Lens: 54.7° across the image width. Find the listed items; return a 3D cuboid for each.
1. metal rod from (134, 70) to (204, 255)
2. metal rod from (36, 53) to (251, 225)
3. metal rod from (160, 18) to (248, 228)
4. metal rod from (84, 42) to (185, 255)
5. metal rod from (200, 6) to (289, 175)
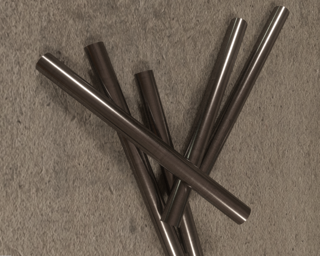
[{"bbox_3d":[0.018,0.071,0.416,0.025,0.025,0.298,-18,96,-20],"label":"metal rod"},{"bbox_3d":[-0.017,0.014,0.367,0.301,0.025,0.025,38,77,-3],"label":"metal rod"},{"bbox_3d":[0.064,-0.018,0.417,0.025,0.025,0.299,26,75,-19],"label":"metal rod"},{"bbox_3d":[-0.030,0.038,0.399,0.025,0.025,0.298,-23,98,-19],"label":"metal rod"},{"bbox_3d":[0.118,-0.051,0.453,0.025,0.025,0.299,32,79,-18],"label":"metal rod"}]
